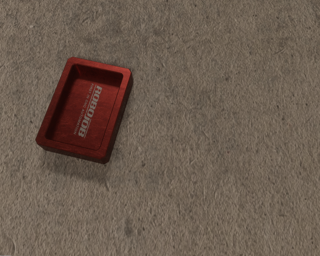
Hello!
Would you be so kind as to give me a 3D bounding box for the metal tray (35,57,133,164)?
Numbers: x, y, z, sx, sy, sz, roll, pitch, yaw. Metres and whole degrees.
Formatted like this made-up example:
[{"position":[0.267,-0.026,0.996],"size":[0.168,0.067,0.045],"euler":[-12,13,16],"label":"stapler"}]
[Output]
[{"position":[-0.096,-0.025,0.413],"size":[0.090,0.030,0.130],"euler":[13,70,4],"label":"metal tray"}]
